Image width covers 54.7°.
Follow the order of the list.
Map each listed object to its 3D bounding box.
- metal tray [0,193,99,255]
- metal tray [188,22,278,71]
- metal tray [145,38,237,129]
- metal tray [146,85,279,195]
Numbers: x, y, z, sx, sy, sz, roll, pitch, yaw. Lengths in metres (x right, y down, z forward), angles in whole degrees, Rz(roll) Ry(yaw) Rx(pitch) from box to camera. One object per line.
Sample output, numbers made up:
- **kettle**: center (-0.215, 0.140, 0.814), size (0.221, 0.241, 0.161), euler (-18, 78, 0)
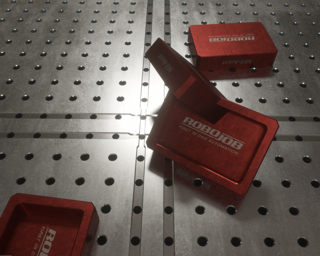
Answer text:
- **metal tray**: center (-0.119, 0.131, 0.292), size (0.091, 0.030, 0.130), euler (6, 50, 5)
- **metal tray**: center (0.119, -0.139, 0.523), size (0.131, 0.030, 0.090), euler (-4, 50, -4)
- **metal tray**: center (0.038, -0.060, 0.399), size (0.030, 0.090, 0.130), euler (-48, 36, 16)
- **metal tray**: center (0.059, 0.008, 0.364), size (0.130, 0.030, 0.090), euler (26, 96, 19)
